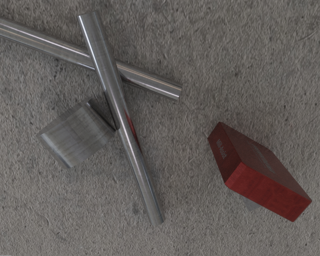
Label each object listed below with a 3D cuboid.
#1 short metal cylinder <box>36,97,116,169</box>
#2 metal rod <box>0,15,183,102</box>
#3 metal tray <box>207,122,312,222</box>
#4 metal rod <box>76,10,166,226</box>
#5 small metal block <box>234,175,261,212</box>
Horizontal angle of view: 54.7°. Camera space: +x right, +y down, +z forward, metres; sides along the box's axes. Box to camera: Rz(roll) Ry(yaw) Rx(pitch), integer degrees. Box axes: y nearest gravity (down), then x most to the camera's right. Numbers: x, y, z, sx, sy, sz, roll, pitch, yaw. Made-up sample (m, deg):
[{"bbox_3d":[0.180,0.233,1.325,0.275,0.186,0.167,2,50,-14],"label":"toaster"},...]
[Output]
[{"bbox_3d":[-0.102,0.005,0.381,0.080,0.080,0.050,-31,107,10],"label":"short metal cylinder"},{"bbox_3d":[-0.117,-0.094,0.373,0.302,0.025,0.025,19,109,-7],"label":"metal rod"},{"bbox_3d":[0.111,0.045,0.371,0.090,0.130,0.030,29,108,-10],"label":"metal tray"},{"bbox_3d":[-0.040,0.007,0.394,0.025,0.025,0.298,-14,116,5],"label":"metal rod"},{"bbox_3d":[0.118,0.077,0.426,0.025,0.050,0.050,-27,108,9],"label":"small metal block"}]
